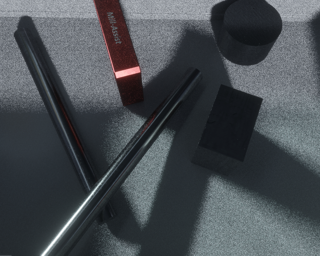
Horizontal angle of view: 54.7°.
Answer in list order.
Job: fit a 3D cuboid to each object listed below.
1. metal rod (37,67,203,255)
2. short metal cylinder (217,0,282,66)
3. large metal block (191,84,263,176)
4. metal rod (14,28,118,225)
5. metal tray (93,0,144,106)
[{"bbox_3d":[-0.034,0.032,0.378,0.025,0.025,0.301,33,66,11],"label":"metal rod"},{"bbox_3d":[0.128,-0.138,0.448,0.081,0.050,0.080,0,70,0],"label":"short metal cylinder"},{"bbox_3d":[0.079,0.006,0.379,0.050,0.080,0.080,21,71,7],"label":"large metal block"},{"bbox_3d":[-0.132,-0.015,0.413,0.025,0.025,0.299,-27,72,-10],"label":"metal rod"},{"bbox_3d":[-0.055,-0.105,0.412,0.030,0.090,0.130,-16,71,-6],"label":"metal tray"}]
